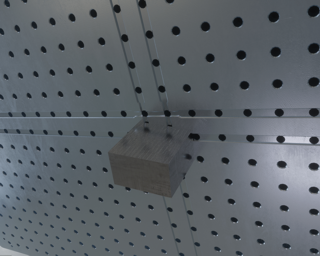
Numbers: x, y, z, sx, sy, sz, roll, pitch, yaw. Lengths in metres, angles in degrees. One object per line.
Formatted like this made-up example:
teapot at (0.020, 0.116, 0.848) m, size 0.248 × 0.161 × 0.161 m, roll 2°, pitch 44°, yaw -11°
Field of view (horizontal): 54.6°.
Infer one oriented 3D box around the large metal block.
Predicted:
large metal block at (-0.008, 0.037, 0.404) m, size 0.080 × 0.080 × 0.050 m, roll 9°, pitch 122°, yaw 24°
